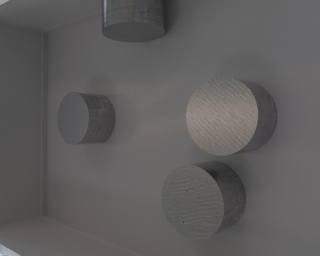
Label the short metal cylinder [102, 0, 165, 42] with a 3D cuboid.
[{"bbox_3d":[-0.034,-0.147,0.399,0.080,0.081,0.050,-3,88,40],"label":"short metal cylinder"}]

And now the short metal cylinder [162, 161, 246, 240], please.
[{"bbox_3d":[0.049,0.079,0.350,0.080,0.050,0.080,0,90,40],"label":"short metal cylinder"}]

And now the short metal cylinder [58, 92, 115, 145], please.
[{"bbox_3d":[-0.116,-0.014,0.487,0.080,0.050,0.080,0,90,40],"label":"short metal cylinder"}]

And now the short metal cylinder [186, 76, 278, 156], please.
[{"bbox_3d":[0.075,-0.012,0.328,0.080,0.050,0.080,0,90,40],"label":"short metal cylinder"}]
